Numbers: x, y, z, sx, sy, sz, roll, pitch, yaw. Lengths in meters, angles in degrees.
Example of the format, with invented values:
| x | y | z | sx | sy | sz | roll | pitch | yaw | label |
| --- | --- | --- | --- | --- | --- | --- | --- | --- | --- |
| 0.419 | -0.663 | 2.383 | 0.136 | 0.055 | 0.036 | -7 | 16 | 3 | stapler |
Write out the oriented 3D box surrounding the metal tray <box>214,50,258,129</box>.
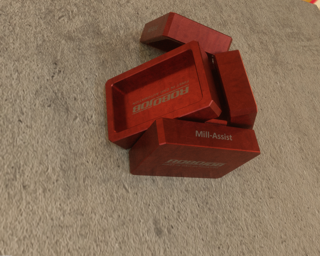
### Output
| x | y | z | sx | sy | sz | roll | pitch | yaw | label |
| --- | --- | --- | --- | --- | --- | --- | --- | --- | --- |
| 0.094 | -0.028 | 0.411 | 0.030 | 0.130 | 0.090 | -10 | 63 | 4 | metal tray |

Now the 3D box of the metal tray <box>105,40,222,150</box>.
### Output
| x | y | z | sx | sy | sz | roll | pitch | yaw | label |
| --- | --- | --- | --- | --- | --- | --- | --- | --- | --- |
| -0.002 | -0.037 | 0.366 | 0.030 | 0.130 | 0.090 | 37 | 38 | -54 | metal tray |

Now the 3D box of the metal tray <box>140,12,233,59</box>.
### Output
| x | y | z | sx | sy | sz | roll | pitch | yaw | label |
| --- | --- | --- | --- | --- | --- | --- | --- | --- | --- |
| 0.031 | -0.125 | 0.441 | 0.091 | 0.130 | 0.030 | 16 | 96 | -20 | metal tray |

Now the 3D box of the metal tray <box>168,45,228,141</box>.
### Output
| x | y | z | sx | sy | sz | roll | pitch | yaw | label |
| --- | --- | --- | --- | --- | --- | --- | --- | --- | --- |
| 0.039 | -0.041 | 0.410 | 0.030 | 0.090 | 0.130 | 7 | 59 | -25 | metal tray |

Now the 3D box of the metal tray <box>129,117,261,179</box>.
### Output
| x | y | z | sx | sy | sz | roll | pitch | yaw | label |
| --- | --- | --- | --- | --- | --- | --- | --- | --- | --- |
| 0.039 | 0.029 | 0.368 | 0.131 | 0.090 | 0.030 | 7 | 59 | -25 | metal tray |
